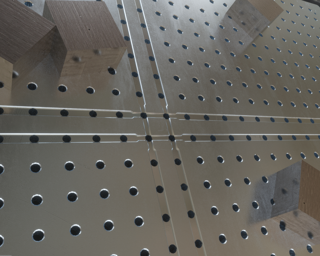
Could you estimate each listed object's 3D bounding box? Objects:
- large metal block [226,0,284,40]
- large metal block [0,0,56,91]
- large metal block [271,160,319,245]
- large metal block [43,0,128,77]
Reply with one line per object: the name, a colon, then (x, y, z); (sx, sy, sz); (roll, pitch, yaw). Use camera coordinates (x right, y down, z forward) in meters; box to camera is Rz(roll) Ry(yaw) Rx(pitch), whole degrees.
large metal block: (0.198, -0.243, 0.646); (0.080, 0.050, 0.080); (45, 51, 3)
large metal block: (-0.181, -0.103, 0.357); (0.080, 0.050, 0.080); (32, 52, -8)
large metal block: (0.211, 0.106, 0.441); (0.080, 0.050, 0.080); (32, 52, -8)
large metal block: (-0.102, -0.120, 0.410); (0.081, 0.050, 0.080); (-15, 70, -34)
